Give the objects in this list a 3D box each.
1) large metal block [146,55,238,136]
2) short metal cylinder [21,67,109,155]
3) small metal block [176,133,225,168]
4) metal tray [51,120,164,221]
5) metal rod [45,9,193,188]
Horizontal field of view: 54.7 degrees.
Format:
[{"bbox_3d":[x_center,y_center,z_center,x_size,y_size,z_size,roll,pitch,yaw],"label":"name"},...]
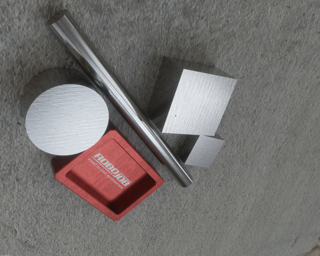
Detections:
[{"bbox_3d":[0.038,-0.039,0.390,0.081,0.050,0.079,4,116,-31],"label":"large metal block"},{"bbox_3d":[-0.101,-0.018,0.327,0.081,0.050,0.079,-14,125,-21],"label":"short metal cylinder"},{"bbox_3d":[0.061,0.029,0.462,0.050,0.025,0.050,14,111,-34],"label":"small metal block"},{"bbox_3d":[-0.064,0.059,0.408,0.090,0.030,0.130,-39,130,-2],"label":"metal tray"},{"bbox_3d":[-0.029,-0.011,0.386,0.025,0.025,0.300,-39,130,-3],"label":"metal rod"}]
